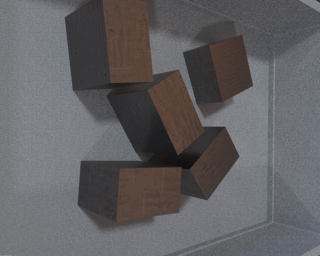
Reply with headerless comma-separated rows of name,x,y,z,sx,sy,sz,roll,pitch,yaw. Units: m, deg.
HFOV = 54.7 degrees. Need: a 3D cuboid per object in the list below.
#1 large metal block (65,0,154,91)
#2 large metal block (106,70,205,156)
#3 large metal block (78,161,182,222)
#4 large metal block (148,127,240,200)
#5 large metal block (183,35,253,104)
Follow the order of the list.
large metal block,-0.055,-0.084,0.326,0.050,0.080,0.079,-9,96,-40
large metal block,-0.006,-0.017,0.368,0.050,0.080,0.080,-39,114,-33
large metal block,-0.034,0.065,0.344,0.081,0.080,0.050,5,87,-40
large metal block,0.044,0.042,0.410,0.080,0.080,0.050,-45,118,-31
large metal block,0.089,-0.088,0.468,0.081,0.050,0.080,-27,107,-37
